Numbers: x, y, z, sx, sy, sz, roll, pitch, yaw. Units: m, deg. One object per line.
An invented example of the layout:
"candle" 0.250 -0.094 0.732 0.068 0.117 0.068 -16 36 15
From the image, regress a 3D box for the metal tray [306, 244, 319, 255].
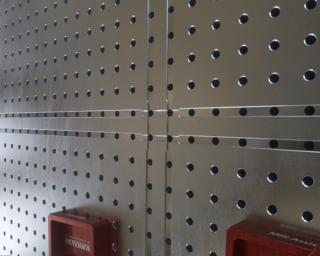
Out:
"metal tray" 0.132 0.170 0.257 0.090 0.030 0.129 46 117 30

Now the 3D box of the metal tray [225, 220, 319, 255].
"metal tray" 0.128 0.152 0.300 0.130 0.030 0.090 4 93 40

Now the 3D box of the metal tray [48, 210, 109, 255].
"metal tray" -0.140 0.195 0.523 0.130 0.030 0.090 -3 88 40
